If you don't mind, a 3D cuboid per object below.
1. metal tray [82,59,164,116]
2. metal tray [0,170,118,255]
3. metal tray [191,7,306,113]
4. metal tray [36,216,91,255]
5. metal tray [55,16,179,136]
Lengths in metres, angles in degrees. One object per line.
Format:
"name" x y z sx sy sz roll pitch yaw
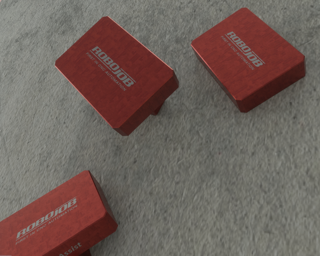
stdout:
"metal tray" -0.066 -0.064 0.434 0.130 0.090 0.030 17 71 34
"metal tray" -0.124 0.116 0.362 0.131 0.030 0.090 -32 37 -9
"metal tray" 0.108 -0.092 0.399 0.090 0.030 0.130 -33 52 6
"metal tray" -0.145 0.175 0.367 0.130 0.030 0.090 -36 51 3
"metal tray" -0.053 -0.065 0.367 0.090 0.030 0.130 -44 65 -3
